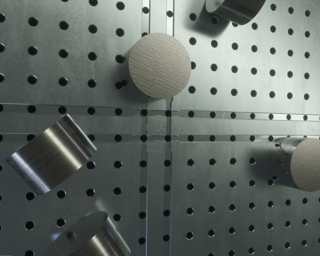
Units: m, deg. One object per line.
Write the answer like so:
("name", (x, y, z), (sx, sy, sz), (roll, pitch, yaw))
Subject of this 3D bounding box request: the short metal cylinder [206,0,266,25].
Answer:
("short metal cylinder", (0.105, -0.188, 0.422), (0.050, 0.080, 0.080), (15, 85, -20))

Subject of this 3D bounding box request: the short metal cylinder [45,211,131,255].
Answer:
("short metal cylinder", (-0.081, 0.141, 0.354), (0.080, 0.080, 0.050), (-33, 101, -17))

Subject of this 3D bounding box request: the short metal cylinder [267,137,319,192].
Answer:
("short metal cylinder", (0.216, 0.054, 0.479), (0.081, 0.050, 0.079), (0, 90, -20))

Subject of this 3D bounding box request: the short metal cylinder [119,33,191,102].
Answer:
("short metal cylinder", (-0.007, -0.075, 0.396), (0.081, 0.050, 0.079), (0, 90, -20))

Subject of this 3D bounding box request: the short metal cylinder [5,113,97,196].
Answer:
("short metal cylinder", (-0.118, 0.028, 0.340), (0.080, 0.080, 0.050), (-40, 103, -16))
